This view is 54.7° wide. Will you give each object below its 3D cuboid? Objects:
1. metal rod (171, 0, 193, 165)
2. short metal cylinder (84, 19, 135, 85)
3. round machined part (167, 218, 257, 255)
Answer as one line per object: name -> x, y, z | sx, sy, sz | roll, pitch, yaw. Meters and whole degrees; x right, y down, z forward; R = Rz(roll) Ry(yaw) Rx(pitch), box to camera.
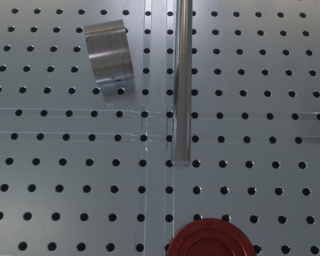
metal rod -> 0.034, -0.096, 0.446 | 0.025, 0.025, 0.299 | 3, 70, 1
short metal cylinder -> -0.067, -0.102, 0.419 | 0.050, 0.080, 0.080 | -12, 71, -4
round machined part -> 0.056, 0.153, 0.347 | 0.099, 0.042, 0.098 | 0, 70, 0
